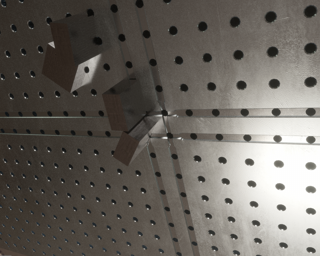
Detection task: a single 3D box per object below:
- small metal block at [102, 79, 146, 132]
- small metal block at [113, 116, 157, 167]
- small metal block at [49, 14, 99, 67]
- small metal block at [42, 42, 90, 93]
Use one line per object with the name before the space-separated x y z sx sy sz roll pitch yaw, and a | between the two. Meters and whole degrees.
small metal block | -0.044 -0.030 0.398 0.025 0.050 0.050 4 120 26
small metal block | -0.034 0.016 0.422 0.025 0.050 0.050 32 129 7
small metal block | -0.103 -0.109 0.380 0.025 0.050 0.050 11 123 22
small metal block | -0.130 -0.085 0.425 0.050 0.025 0.050 34 129 5
